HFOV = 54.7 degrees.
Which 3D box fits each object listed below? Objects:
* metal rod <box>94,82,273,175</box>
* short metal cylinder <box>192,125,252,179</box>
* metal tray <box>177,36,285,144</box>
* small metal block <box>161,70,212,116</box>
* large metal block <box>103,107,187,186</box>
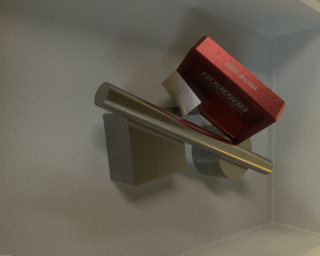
[{"bbox_3d":[0.054,0.014,0.386,0.302,0.025,0.025,23,76,-38],"label":"metal rod"},{"bbox_3d":[0.095,0.035,0.471,0.081,0.050,0.079,0,90,-40],"label":"short metal cylinder"},{"bbox_3d":[0.080,-0.044,0.400,0.130,0.090,0.030,41,60,0],"label":"metal tray"},{"bbox_3d":[0.035,-0.044,0.392,0.050,0.025,0.050,54,21,12],"label":"small metal block"},{"bbox_3d":[-0.017,0.018,0.377,0.081,0.050,0.079,-10,97,-40],"label":"large metal block"}]
